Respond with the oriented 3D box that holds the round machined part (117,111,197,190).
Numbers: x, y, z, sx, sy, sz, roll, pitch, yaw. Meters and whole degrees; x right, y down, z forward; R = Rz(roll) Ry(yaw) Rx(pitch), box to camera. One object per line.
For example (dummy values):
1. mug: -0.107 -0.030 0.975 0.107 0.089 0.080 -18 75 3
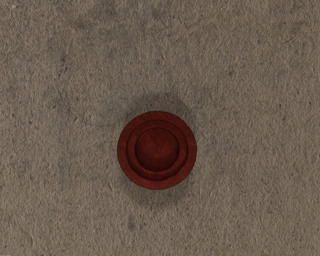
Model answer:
1. round machined part: -0.004 0.027 0.402 0.099 0.042 0.097 0 90 -1
